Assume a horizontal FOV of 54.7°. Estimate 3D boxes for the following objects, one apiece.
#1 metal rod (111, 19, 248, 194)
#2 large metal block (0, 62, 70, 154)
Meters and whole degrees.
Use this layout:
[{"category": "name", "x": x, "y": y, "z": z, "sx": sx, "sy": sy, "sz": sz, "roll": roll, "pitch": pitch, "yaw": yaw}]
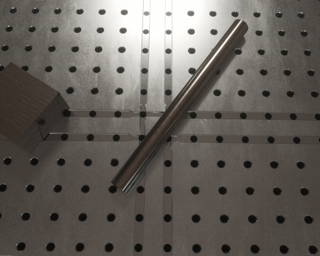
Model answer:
[{"category": "metal rod", "x": 0.036, "y": -0.040, "z": 0.426, "sx": 0.025, "sy": 0.025, "sz": 0.300, "roll": 34, "pitch": 73, "yaw": 11}, {"category": "large metal block", "x": -0.182, "y": -0.026, "z": 0.406, "sx": 0.080, "sy": 0.050, "sz": 0.080, "roll": 32, "pitch": 73, "yaw": 10}]
